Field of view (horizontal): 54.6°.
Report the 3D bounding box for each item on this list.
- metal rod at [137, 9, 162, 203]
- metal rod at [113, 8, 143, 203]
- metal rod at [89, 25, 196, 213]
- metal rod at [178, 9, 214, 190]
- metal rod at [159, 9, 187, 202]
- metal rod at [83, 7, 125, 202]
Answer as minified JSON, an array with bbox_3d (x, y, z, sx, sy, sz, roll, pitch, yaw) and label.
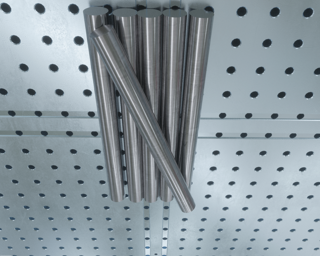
[{"bbox_3d":[-0.013,-0.002,0.408,0.025,0.025,0.298,0,130,-1],"label":"metal rod"},{"bbox_3d":[-0.037,-0.002,0.408,0.025,0.025,0.298,0,130,-1],"label":"metal rod"},{"bbox_3d":[-0.007,0.014,0.390,0.025,0.025,0.299,-15,129,12],"label":"metal rod"},{"bbox_3d":[0.039,-0.002,0.410,0.025,0.025,0.298,1,130,-1],"label":"metal rod"},{"bbox_3d":[0.013,-0.003,0.410,0.025,0.025,0.298,0,130,-1],"label":"metal rod"},{"bbox_3d":[-0.066,-0.004,0.407,0.025,0.025,0.298,1,130,-1],"label":"metal rod"}]
